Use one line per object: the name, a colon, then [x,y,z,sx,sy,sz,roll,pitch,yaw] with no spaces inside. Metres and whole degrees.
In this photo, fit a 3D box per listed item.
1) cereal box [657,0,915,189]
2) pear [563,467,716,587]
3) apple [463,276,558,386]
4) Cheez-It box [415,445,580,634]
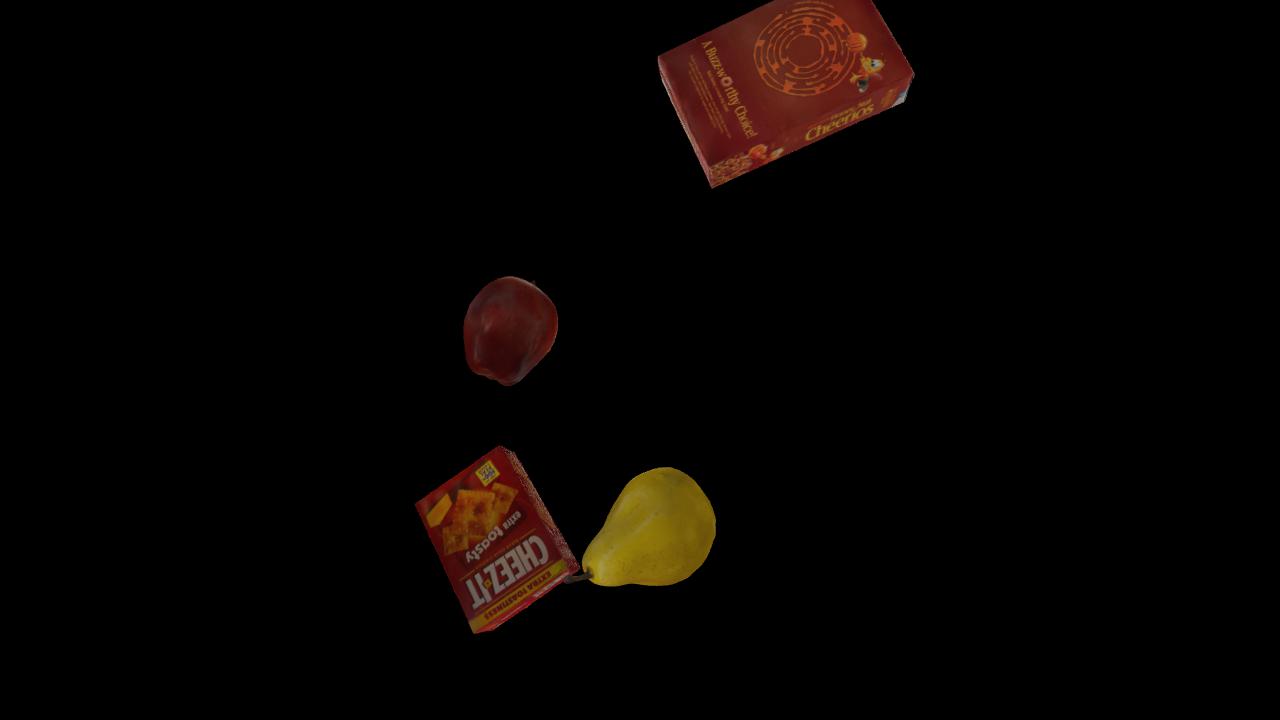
cereal box: [0.203,-0.407,0.890,0.306,0.203,0.081,-23,-14,5]
pear: [-0.003,0.122,0.402,0.111,0.080,0.080,-31,17,-31]
apple: [-0.111,-0.027,0.527,0.079,0.093,0.079,21,-11,4]
Cheez-It box: [-0.219,0.269,0.936,0.166,0.223,0.071,-35,-22,-1]
